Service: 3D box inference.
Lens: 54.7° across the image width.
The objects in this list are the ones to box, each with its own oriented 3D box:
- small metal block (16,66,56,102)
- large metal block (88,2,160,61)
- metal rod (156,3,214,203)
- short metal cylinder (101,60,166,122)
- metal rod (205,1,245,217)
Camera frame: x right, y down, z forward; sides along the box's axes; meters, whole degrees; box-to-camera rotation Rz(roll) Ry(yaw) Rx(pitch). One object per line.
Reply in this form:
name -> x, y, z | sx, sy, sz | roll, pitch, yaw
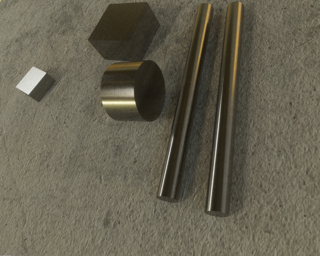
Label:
small metal block -> -0.229, -0.081, 0.571 | 0.050, 0.025, 0.050 | 26, 76, 36
large metal block -> -0.059, -0.159, 0.514 | 0.080, 0.050, 0.080 | 12, 68, 32
metal rod -> 0.039, -0.051, 0.413 | 0.025, 0.025, 0.300 | -1, 61, 27
short metal cylinder -> -0.034, -0.049, 0.415 | 0.050, 0.080, 0.080 | 2, 63, 29
metal rod -> 0.084, -0.043, 0.385 | 0.025, 0.025, 0.299 | -3, 60, 26
